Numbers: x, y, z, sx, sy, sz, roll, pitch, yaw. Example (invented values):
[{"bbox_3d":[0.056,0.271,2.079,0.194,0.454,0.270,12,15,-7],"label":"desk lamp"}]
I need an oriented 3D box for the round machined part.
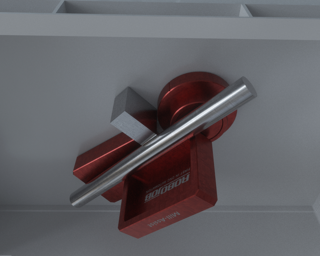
[{"bbox_3d":[0.046,-0.017,0.382,0.099,0.042,0.097,-1,130,0],"label":"round machined part"}]

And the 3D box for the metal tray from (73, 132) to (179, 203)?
[{"bbox_3d":[-0.047,0.053,0.449,0.130,0.030,0.090,-28,125,21],"label":"metal tray"}]

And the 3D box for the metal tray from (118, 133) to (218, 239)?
[{"bbox_3d":[0.006,0.069,0.374,0.030,0.090,0.130,34,128,-29],"label":"metal tray"}]

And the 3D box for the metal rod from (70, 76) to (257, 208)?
[{"bbox_3d":[-0.017,0.033,0.383,0.299,0.025,0.025,-35,123,30],"label":"metal rod"}]

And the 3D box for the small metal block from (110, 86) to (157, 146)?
[{"bbox_3d":[-0.030,-0.015,0.378,0.025,0.050,0.050,-37,121,27],"label":"small metal block"}]
